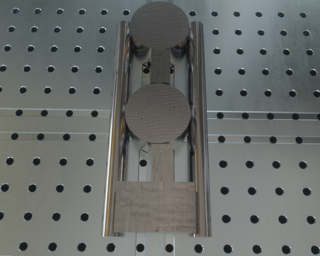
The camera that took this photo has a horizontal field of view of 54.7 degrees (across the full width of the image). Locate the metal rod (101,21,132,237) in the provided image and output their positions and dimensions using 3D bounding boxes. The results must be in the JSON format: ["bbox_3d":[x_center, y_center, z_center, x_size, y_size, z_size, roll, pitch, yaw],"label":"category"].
[{"bbox_3d":[-0.055,-0.013,0.415,0.025,0.025,0.299,1,70,0],"label":"metal rod"}]

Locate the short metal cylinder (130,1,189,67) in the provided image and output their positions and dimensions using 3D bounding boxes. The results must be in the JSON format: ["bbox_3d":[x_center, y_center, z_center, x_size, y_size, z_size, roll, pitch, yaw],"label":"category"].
[{"bbox_3d":[0.000,-0.133,0.446,0.081,0.050,0.080,0,70,0],"label":"short metal cylinder"}]

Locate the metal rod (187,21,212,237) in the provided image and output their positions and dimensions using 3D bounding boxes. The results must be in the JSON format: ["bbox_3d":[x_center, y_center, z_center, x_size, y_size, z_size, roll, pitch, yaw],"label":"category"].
[{"bbox_3d":[0.051,-0.012,0.415,0.025,0.025,0.299,1,70,0],"label":"metal rod"}]

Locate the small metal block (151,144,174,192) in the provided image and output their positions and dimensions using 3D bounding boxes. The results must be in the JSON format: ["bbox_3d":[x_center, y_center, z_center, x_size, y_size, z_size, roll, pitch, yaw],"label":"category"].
[{"bbox_3d":[0.003,0.050,0.379,0.025,0.050,0.050,0,70,0],"label":"small metal block"}]

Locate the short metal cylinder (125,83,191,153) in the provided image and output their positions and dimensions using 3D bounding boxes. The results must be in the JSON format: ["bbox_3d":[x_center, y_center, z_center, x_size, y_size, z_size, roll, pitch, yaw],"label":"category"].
[{"bbox_3d":[-0.003,-0.011,0.402,0.081,0.050,0.080,0,70,0],"label":"short metal cylinder"}]

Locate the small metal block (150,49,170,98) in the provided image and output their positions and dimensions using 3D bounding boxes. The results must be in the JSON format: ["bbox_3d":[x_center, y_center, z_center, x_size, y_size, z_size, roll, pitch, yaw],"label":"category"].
[{"bbox_3d":[0.001,-0.072,0.423,0.025,0.050,0.050,1,70,0],"label":"small metal block"}]

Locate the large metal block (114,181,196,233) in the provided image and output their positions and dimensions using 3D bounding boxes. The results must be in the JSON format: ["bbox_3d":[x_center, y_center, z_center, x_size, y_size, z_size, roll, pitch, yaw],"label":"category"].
[{"bbox_3d":[-0.005,0.092,0.349,0.080,0.080,0.050,1,70,0],"label":"large metal block"}]
